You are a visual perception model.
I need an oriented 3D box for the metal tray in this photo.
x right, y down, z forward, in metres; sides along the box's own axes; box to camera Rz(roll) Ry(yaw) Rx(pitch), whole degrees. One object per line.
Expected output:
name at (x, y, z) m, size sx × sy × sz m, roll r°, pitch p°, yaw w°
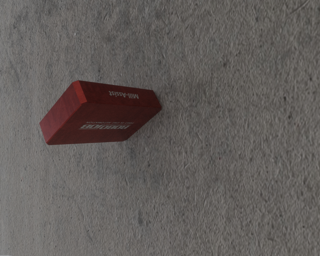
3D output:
metal tray at (-0.072, -0.016, 0.397) m, size 0.090 × 0.131 × 0.030 m, roll -39°, pitch 66°, yaw 33°
